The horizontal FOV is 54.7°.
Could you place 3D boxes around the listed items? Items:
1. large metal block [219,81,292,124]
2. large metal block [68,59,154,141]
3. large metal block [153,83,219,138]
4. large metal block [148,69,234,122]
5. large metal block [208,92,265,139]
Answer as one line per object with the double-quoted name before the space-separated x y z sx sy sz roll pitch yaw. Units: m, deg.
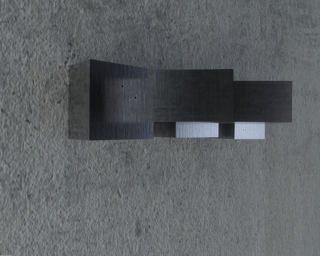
"large metal block" 0.121 -0.031 0.412 0.080 0.080 0.050 1 89 4
"large metal block" -0.054 -0.028 0.346 0.081 0.050 0.079 0 90 -40
"large metal block" 0.034 -0.028 0.421 0.081 0.050 0.079 1 90 -40
"large metal block" 0.032 -0.031 0.334 0.080 0.080 0.050 -11 101 -85
"large metal block" 0.124 -0.023 0.497 0.081 0.050 0.079 2 89 -40
